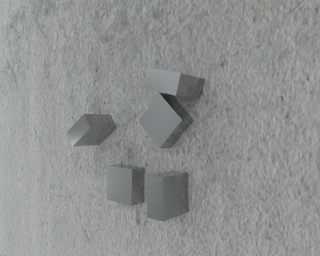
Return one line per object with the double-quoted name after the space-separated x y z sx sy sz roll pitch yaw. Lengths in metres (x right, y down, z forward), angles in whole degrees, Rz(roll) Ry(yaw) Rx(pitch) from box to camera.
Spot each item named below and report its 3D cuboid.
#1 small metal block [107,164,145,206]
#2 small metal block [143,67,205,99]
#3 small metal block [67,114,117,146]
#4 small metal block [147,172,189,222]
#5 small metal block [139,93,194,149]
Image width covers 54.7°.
-0.050 0.080 0.444 0.050 0.025 0.050 2 91 39 "small metal block"
0.017 -0.054 0.373 0.050 0.050 0.025 19 102 38 "small metal block"
-0.103 0.003 0.471 0.050 0.050 0.025 -40 66 32 "small metal block"
0.010 0.081 0.379 0.025 0.050 0.050 -1 90 40 "small metal block"
0.007 -0.009 0.397 0.050 0.025 0.050 52 120 27 "small metal block"
